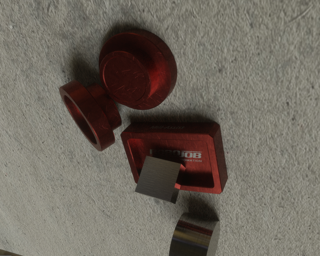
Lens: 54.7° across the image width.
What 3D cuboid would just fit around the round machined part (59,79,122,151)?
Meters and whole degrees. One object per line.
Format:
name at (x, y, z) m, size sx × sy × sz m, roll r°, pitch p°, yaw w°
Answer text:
round machined part at (-0.087, -0.021, 0.408) m, size 0.098 × 0.042 × 0.098 m, roll 46°, pitch 158°, yaw 25°

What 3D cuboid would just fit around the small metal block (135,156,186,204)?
small metal block at (0.001, 0.069, 0.412) m, size 0.050 × 0.050 × 0.025 m, roll 11°, pitch 164°, yaw 22°

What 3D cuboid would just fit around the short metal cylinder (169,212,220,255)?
short metal cylinder at (0.052, 0.168, 0.447) m, size 0.050 × 0.080 × 0.079 m, roll 11°, pitch 123°, yaw 22°

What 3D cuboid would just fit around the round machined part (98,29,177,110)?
round machined part at (-0.033, -0.065, 0.372) m, size 0.098 × 0.042 × 0.097 m, roll 13°, pitch 124°, yaw 20°

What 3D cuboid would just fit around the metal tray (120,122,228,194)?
metal tray at (0.019, 0.038, 0.416) m, size 0.130 × 0.030 × 0.089 m, roll 1°, pitch 119°, yaw 27°
